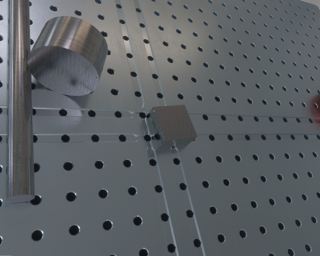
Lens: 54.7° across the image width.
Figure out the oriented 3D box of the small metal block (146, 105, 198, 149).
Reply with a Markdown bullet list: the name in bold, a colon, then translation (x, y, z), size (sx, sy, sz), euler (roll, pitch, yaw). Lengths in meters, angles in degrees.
- **small metal block**: translation (0.016, -0.002, 0.418), size (0.050, 0.025, 0.050), euler (-6, 65, -31)

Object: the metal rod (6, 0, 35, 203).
- **metal rod**: translation (-0.163, -0.064, 0.359), size (0.025, 0.025, 0.299), euler (2, 61, -28)

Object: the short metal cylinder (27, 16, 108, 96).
- **short metal cylinder**: translation (-0.107, -0.083, 0.366), size (0.080, 0.080, 0.050), euler (19, 54, -17)
